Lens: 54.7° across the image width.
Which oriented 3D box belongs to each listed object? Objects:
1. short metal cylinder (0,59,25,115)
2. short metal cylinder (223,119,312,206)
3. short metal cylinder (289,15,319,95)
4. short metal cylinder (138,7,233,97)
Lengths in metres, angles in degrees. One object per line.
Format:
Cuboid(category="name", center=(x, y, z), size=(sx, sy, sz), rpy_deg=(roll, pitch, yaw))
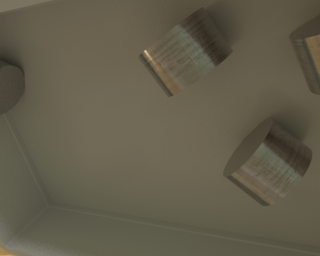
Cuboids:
Cuboid(category="short metal cylinder", center=(-0.252, -0.065, 0.463), size=(0.050, 0.080, 0.079), rpy_deg=(26, 127, 12))
Cuboid(category="short metal cylinder", center=(0.114, 0.036, 0.335), size=(0.050, 0.080, 0.080), rpy_deg=(38, 129, 2))
Cuboid(category="short metal cylinder", center=(0.154, -0.068, 0.250), size=(0.080, 0.080, 0.050), rpy_deg=(-18, 109, 34))
Cuboid(category="short metal cylinder", center=(0.025, -0.075, 0.313), size=(0.080, 0.080, 0.050), rpy_deg=(-30, 102, 37))
